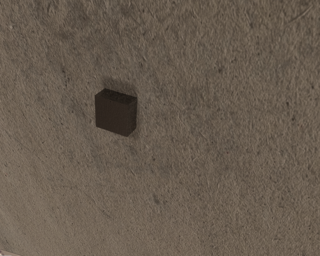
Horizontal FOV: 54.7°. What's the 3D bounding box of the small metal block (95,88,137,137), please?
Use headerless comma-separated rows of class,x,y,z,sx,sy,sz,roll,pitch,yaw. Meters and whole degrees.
small metal block,-0.060,-0.021,0.424,0.050,0.025,0.050,17,125,17
